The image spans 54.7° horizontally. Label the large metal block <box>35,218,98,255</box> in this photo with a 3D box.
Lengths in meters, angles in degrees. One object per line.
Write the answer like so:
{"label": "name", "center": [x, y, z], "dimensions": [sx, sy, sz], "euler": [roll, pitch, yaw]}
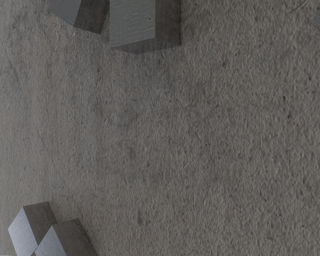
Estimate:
{"label": "large metal block", "center": [-0.157, 0.213, 0.519], "dimensions": [0.080, 0.050, 0.080], "euler": [51, 120, 27]}

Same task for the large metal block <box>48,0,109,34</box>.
{"label": "large metal block", "center": [-0.124, -0.206, 0.492], "dimensions": [0.080, 0.050, 0.079], "euler": [38, 113, 33]}

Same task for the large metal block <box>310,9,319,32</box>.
{"label": "large metal block", "center": [0.183, -0.094, 0.238], "dimensions": [0.080, 0.050, 0.080], "euler": [45, 117, 31]}

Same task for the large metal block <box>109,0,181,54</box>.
{"label": "large metal block", "center": [-0.020, -0.146, 0.405], "dimensions": [0.080, 0.050, 0.080], "euler": [1, 91, 40]}

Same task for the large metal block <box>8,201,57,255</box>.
{"label": "large metal block", "center": [-0.235, 0.199, 0.584], "dimensions": [0.080, 0.050, 0.080], "euler": [-50, 61, 28]}
